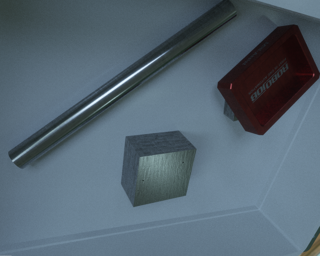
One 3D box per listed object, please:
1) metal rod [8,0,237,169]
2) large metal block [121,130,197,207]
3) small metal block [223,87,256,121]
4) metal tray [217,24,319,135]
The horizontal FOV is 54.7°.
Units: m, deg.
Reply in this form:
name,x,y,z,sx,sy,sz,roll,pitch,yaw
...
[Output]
name,x,y,z,sx,sy,sz,roll,pitch,yaw
metal rod,-0.038,-0.053,0.355,0.301,0.025,0.025,-36,130,-5
large metal block,-0.004,0.054,0.425,0.081,0.050,0.079,-6,121,-26
small metal block,0.123,-0.042,0.452,0.050,0.025,0.050,-14,125,-21
metal tray,0.150,-0.065,0.421,0.130,0.030,0.090,-43,114,-11
